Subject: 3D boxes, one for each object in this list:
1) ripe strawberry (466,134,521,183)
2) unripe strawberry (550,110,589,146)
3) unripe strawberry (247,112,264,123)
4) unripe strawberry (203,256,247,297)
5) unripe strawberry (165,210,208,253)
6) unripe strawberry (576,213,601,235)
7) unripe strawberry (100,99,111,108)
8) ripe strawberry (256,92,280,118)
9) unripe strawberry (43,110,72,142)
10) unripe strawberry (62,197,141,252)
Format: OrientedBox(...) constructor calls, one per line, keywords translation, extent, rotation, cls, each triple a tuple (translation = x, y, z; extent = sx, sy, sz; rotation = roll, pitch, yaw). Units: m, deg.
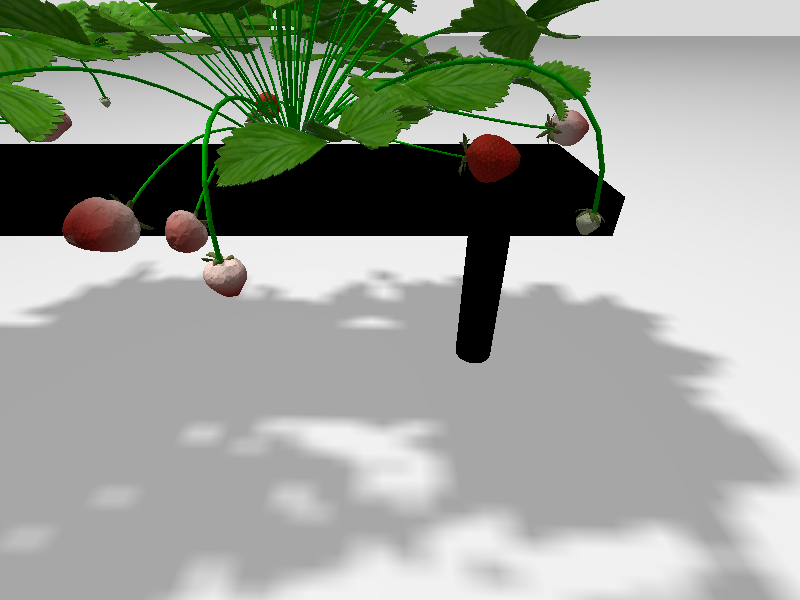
OrientedBox(translation=(0.068, -0.104, 0.294), extent=(0.039, 0.033, 0.039), rotation=(11, 36, 14), cls="ripe strawberry")
OrientedBox(translation=(0.161, -0.164, 0.382), extent=(0.037, 0.032, 0.037), rotation=(-7, 36, -11), cls="unripe strawberry")
OrientedBox(translation=(-0.161, -0.199, 0.447), extent=(0.018, 0.019, 0.020), rotation=(-17, 9, -23), cls="unripe strawberry")
OrientedBox(translation=(-0.076, -0.009, 0.176), extent=(0.018, 0.019, 0.018), rotation=(-2, 35, -3), cls="unripe strawberry")
OrientedBox(translation=(-0.111, -0.034, 0.205), extent=(0.019, 0.021, 0.022), rotation=(4, -41, 6), cls="unripe strawberry")
OrientedBox(translation=(0.100, -0.041, 0.214), extent=(0.012, 0.012, 0.013), rotation=(25, 42, 31), cls="unripe strawberry")
OrientedBox(translation=(-0.346, -0.231, 0.470), extent=(0.010, 0.010, 0.011), rotation=(-26, 43, -32), cls="unripe strawberry")
OrientedBox(translation=(-0.166, -0.244, 0.502), extent=(0.028, 0.030, 0.030), rotation=(-12, 36, -17), cls="ripe strawberry")
OrientedBox(translation=(-0.347, -0.175, 0.393), extent=(0.038, 0.038, 0.042), rotation=(-12, 37, -17), cls="unripe strawberry")
OrientedBox(translation=(-0.151, -0.036, 0.202), extent=(0.032, 0.029, 0.029), rotation=(12, 37, 17), cls="unripe strawberry")
